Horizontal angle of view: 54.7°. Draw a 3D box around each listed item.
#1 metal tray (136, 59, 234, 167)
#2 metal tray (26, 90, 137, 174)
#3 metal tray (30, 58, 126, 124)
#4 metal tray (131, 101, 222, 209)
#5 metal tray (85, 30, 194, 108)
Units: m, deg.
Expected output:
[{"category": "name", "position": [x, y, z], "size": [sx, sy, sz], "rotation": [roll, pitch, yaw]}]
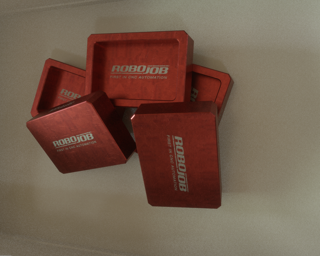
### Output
[{"category": "metal tray", "position": [0.029, -0.016, 0.395], "size": [0.090, 0.030, 0.129], "rotation": [20, 97, 18]}, {"category": "metal tray", "position": [-0.104, 0.010, 0.405], "size": [0.130, 0.030, 0.090], "rotation": [-13, 115, 34]}, {"category": "metal tray", "position": [-0.115, -0.038, 0.444], "size": [0.130, 0.030, 0.089], "rotation": [21, 97, 18]}, {"category": "metal tray", "position": [0.024, 0.035, 0.363], "size": [0.090, 0.030, 0.129], "rotation": [-2, 118, 14]}, {"category": "metal tray", "position": [-0.027, -0.070, 0.383], "size": [0.130, 0.030, 0.089], "rotation": [4, 91, 19]}]
